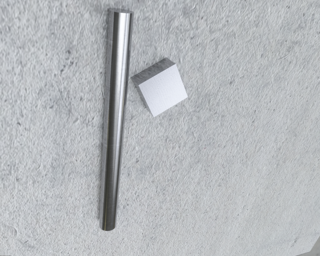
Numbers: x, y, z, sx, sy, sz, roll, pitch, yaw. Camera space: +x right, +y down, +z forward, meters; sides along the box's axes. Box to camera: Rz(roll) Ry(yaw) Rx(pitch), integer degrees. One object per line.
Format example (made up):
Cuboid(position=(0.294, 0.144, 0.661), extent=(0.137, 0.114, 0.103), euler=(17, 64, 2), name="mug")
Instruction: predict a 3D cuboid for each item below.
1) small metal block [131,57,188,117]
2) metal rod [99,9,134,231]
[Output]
Cuboid(position=(0.000, -0.049, 0.378), extent=(0.050, 0.025, 0.050), euler=(-32, 129, -8), name="small metal block")
Cuboid(position=(-0.058, 0.011, 0.383), extent=(0.025, 0.025, 0.298), euler=(-7, 122, -26), name="metal rod")
